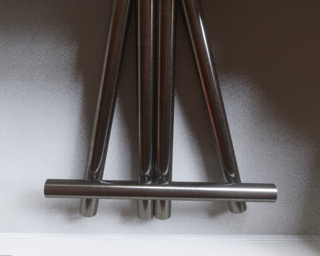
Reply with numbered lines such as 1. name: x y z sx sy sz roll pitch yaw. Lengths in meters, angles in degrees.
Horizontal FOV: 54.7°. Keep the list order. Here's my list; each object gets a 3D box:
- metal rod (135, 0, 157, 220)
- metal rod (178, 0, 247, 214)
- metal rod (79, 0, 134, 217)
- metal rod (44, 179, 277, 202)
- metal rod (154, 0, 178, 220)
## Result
1. metal rod: -0.019 -0.011 0.406 0.025 0.025 0.298 1 110 -1
2. metal rod: 0.074 -0.017 0.404 0.025 0.025 0.298 -15 110 5
3. metal rod: -0.074 -0.013 0.404 0.025 0.025 0.298 11 110 -4
4. metal rod: 0.001 0.083 0.413 0.302 0.025 0.025 1 110 -1
5. metal rod: 0.006 -0.011 0.406 0.025 0.025 0.298 1 110 0
